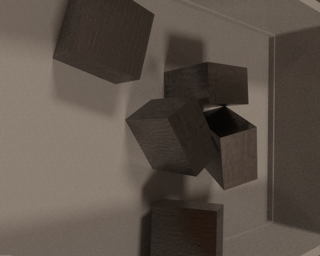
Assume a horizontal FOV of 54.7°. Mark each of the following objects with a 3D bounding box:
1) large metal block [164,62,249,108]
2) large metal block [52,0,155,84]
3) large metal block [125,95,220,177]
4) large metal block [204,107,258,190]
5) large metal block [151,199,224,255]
[{"bbox_3d":[0.063,-0.055,0.425,0.081,0.080,0.050,-3,91,-40],"label":"large metal block"},{"bbox_3d":[-0.060,-0.102,0.341,0.080,0.050,0.080,19,78,-39],"label":"large metal block"},{"bbox_3d":[0.015,0.009,0.386,0.050,0.080,0.080,-41,116,-32],"label":"large metal block"},{"bbox_3d":[0.090,0.025,0.429,0.050,0.080,0.079,-16,117,-12],"label":"large metal block"},{"bbox_3d":[0.036,0.137,0.392,0.050,0.080,0.080,13,79,-70],"label":"large metal block"}]
